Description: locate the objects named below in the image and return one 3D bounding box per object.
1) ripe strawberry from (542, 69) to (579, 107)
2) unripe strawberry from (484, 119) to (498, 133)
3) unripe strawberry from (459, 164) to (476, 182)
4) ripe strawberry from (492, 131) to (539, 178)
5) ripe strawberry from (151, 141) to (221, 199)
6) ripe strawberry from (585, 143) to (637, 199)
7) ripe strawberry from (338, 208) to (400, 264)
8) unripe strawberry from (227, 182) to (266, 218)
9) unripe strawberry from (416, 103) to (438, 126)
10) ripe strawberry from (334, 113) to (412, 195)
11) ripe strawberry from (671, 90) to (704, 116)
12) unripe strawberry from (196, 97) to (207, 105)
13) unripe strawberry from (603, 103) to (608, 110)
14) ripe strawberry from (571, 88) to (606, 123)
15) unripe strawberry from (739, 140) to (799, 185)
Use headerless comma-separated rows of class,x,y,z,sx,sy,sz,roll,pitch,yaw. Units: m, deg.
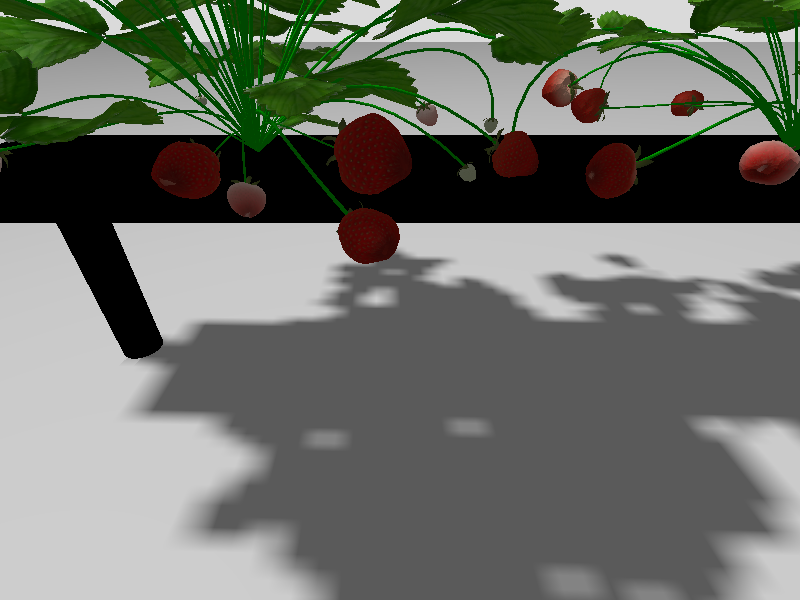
ripe strawberry,0.207,-0.276,0.524,0.042,0.044,0.046,-16,22,-22
unripe strawberry,0.077,-0.148,0.341,0.011,0.011,0.011,-2,34,-3
unripe strawberry,0.046,-0.084,0.268,0.012,0.011,0.010,-31,12,41
ripe strawberry,0.080,-0.097,0.273,0.032,0.031,0.029,29,39,2
ripe strawberry,-0.124,-0.073,0.232,0.037,0.033,0.033,1,35,2
ripe strawberry,0.124,-0.076,0.238,0.030,0.031,0.027,-17,38,-23
ripe strawberry,-0.012,-0.027,0.172,0.027,0.023,0.027,-17,39,-24
unripe strawberry,-0.083,-0.054,0.217,0.020,0.020,0.017,-8,-27,-12
unripe strawberry,0.029,-0.191,0.417,0.024,0.021,0.022,39,-7,43
ripe strawberry,-0.014,-0.086,0.243,0.048,0.047,0.045,29,44,34
ripe strawberry,0.328,-0.227,0.461,0.032,0.027,0.032,0,34,0
unripe strawberry,-0.235,-0.236,0.475,0.011,0.010,0.010,-20,39,-27
unripe strawberry,0.237,-0.234,0.481,0.022,0.022,0.019,-16,38,-22
ripe strawberry,0.202,-0.209,0.430,0.033,0.034,0.030,28,43,35
unripe strawberry,0.238,-0.088,0.258,0.031,0.026,0.031,-28,43,-34
